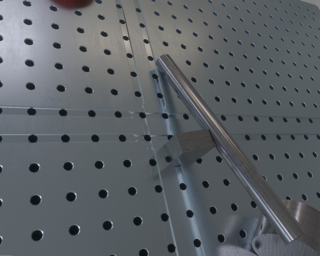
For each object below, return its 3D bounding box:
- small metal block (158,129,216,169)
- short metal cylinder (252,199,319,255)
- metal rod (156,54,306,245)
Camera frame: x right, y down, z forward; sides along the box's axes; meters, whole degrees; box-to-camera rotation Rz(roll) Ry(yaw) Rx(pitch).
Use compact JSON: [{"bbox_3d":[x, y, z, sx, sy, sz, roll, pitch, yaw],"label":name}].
[{"bbox_3d":[0.033,0.026,0.394,0.050,0.050,0.025,-8,66,-32],"label":"small metal block"},{"bbox_3d":[0.160,0.133,0.378,0.080,0.080,0.050,38,51,-3],"label":"short metal cylinder"},{"bbox_3d":[0.073,0.006,0.399,0.025,0.025,0.299,-10,53,-33],"label":"metal rod"}]
